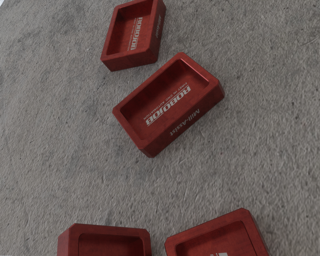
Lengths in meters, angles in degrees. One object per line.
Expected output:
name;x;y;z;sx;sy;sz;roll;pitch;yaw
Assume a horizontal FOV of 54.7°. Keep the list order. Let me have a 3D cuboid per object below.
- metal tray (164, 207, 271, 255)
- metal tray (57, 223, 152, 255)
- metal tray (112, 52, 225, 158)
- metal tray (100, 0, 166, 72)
metal tray;0.064;0.149;0.275;0.090;0.030;0.130;-26;53;12
metal tray;-0.049;0.160;0.287;0.030;0.091;0.130;-42;43;39
metal tray;0.009;-0.034;0.416;0.130;0.030;0.090;-41;51;0
metal tray;-0.043;-0.161;0.522;0.090;0.030;0.130;-6;59;25
